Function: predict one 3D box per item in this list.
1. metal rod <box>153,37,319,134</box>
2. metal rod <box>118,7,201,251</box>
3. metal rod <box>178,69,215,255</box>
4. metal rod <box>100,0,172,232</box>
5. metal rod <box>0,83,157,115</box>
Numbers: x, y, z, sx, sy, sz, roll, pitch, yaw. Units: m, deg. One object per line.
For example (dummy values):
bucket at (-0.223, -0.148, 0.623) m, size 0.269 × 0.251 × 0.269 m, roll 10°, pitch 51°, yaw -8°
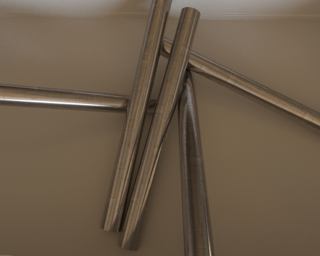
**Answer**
metal rod at (0.127, -0.048, 0.412) m, size 0.301 × 0.025 × 0.025 m, roll 27°, pitch 72°, yaw 3°
metal rod at (0.001, -0.005, 0.378) m, size 0.025 × 0.025 × 0.299 m, roll 14°, pitch 83°, yaw 5°
metal rod at (0.034, 0.024, 0.337) m, size 0.025 × 0.025 × 0.300 m, roll 1°, pitch 45°, yaw 0°
metal rod at (-0.027, -0.026, 0.383) m, size 0.025 × 0.025 × 0.299 m, roll 12°, pitch 84°, yaw 4°
metal rod at (-0.141, -0.036, 0.364) m, size 0.302 × 0.025 × 0.025 m, roll 3°, pitch 69°, yaw -23°
